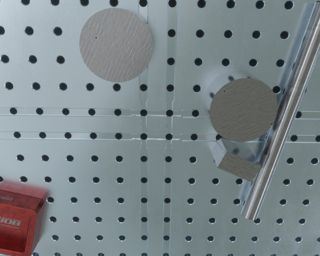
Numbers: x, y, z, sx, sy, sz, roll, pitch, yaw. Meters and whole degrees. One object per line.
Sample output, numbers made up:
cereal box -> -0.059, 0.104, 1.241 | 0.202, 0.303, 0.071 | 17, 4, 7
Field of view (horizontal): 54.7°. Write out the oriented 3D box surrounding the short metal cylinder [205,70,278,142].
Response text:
short metal cylinder -> 0.099, -0.028, 0.390 | 0.081, 0.050, 0.079 | 0, 110, 0

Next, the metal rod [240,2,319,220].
metal rod -> 0.163, -0.007, 0.411 | 0.025, 0.025, 0.298 | 11, 110, -4

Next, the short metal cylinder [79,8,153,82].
short metal cylinder -> -0.048, -0.098, 0.363 | 0.081, 0.050, 0.079 | 0, 110, 0

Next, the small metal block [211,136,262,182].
small metal block -> 0.101, 0.041, 0.416 | 0.050, 0.050, 0.025 | 23, 108, -9

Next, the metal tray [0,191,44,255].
metal tray -> -0.247, 0.137, 0.459 | 0.131, 0.030, 0.089 | 14, 110, -6
